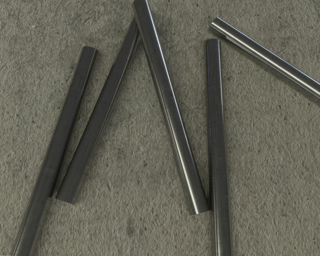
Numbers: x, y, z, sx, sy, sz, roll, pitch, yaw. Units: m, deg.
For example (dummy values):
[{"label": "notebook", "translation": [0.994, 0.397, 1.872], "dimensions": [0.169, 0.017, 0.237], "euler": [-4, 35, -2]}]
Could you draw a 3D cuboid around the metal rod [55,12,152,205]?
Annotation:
[{"label": "metal rod", "translation": [-0.069, -0.045, 0.423], "dimensions": [0.025, 0.025, 0.299], "euler": [17, 71, 6]}]

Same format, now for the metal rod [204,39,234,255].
[{"label": "metal rod", "translation": [0.074, 0.017, 0.402], "dimensions": [0.025, 0.025, 0.299], "euler": [1, 70, 0]}]

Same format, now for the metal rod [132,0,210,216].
[{"label": "metal rod", "translation": [0.010, -0.038, 0.408], "dimensions": [0.025, 0.025, 0.299], "euler": [-14, 76, -5]}]

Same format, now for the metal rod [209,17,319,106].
[{"label": "metal rod", "translation": [0.196, -0.065, 0.432], "dimensions": [0.300, 0.025, 0.025], "euler": [38, 74, 12]}]

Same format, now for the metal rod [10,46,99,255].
[{"label": "metal rod", "translation": [-0.131, 0.027, 0.397], "dimensions": [0.025, 0.025, 0.299], "euler": [11, 70, 4]}]
